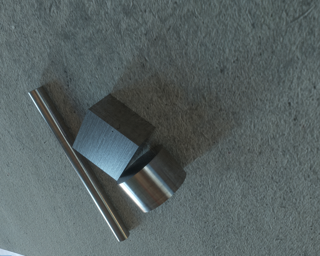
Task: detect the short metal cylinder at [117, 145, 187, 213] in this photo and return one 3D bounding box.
[{"bbox_3d":[-0.011,0.067,0.419,0.080,0.080,0.050,-34,100,38],"label":"short metal cylinder"}]

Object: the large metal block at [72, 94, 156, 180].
[{"bbox_3d":[-0.065,0.013,0.433,0.080,0.050,0.079,36,129,3],"label":"large metal block"}]

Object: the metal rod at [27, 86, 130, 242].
[{"bbox_3d":[-0.128,0.069,0.516,0.025,0.025,0.299,-13,112,33],"label":"metal rod"}]
